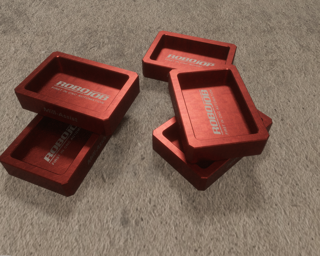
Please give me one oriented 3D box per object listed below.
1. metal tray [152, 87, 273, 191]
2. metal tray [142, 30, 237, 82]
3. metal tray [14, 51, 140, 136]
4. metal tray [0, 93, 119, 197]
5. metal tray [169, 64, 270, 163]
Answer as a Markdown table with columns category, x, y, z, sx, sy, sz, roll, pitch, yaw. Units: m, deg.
| category | x | y | z | sx | sy | sz | roll | pitch | yaw |
| --- | --- | --- | --- | --- | --- | --- | --- | --- | --- |
| metal tray | 0.066 | 0.007 | 0.394 | 0.131 | 0.030 | 0.090 | -34 | 58 | -26 |
| metal tray | 0.048 | -0.107 | 0.490 | 0.131 | 0.030 | 0.090 | 14 | 51 | 11 |
| metal tray | -0.103 | -0.048 | 0.399 | 0.130 | 0.030 | 0.090 | 17 | 52 | 13 |
| metal tray | -0.118 | 0.012 | 0.388 | 0.090 | 0.030 | 0.130 | 17 | 52 | 13 |
| metal tray | 0.065 | -0.023 | 0.380 | 0.091 | 0.030 | 0.130 | -6 | 50 | -6 |
